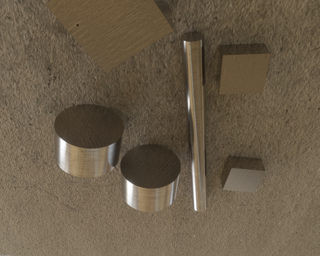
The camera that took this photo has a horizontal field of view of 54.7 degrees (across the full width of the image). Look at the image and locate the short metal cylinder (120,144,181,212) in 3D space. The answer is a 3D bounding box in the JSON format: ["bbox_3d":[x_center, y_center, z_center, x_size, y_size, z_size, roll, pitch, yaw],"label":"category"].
[{"bbox_3d":[-0.014,0.068,0.429,0.081,0.080,0.050,2,130,-2],"label":"short metal cylinder"}]

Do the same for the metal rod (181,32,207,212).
[{"bbox_3d":[0.051,0.017,0.421,0.025,0.025,0.298,-5,130,4],"label":"metal rod"}]

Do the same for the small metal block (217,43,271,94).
[{"bbox_3d":[0.093,-0.067,0.352,0.050,0.025,0.050,-2,130,1],"label":"small metal block"}]

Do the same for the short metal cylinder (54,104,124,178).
[{"bbox_3d":[-0.088,0.015,0.383,0.081,0.080,0.050,9,130,-8],"label":"short metal cylinder"}]

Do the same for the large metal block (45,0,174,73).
[{"bbox_3d":[-0.043,-0.114,0.294,0.080,0.050,0.080,-27,126,20],"label":"large metal block"}]

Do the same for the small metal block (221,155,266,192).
[{"bbox_3d":[0.124,0.070,0.468,0.050,0.025,0.050,6,130,-5],"label":"small metal block"}]
